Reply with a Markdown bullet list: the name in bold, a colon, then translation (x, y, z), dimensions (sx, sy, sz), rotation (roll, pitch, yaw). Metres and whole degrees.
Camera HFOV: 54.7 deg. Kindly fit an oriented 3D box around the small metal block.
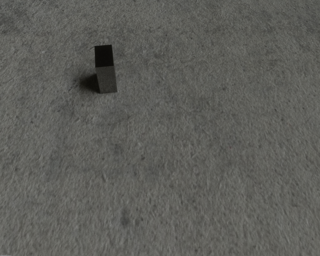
- **small metal block**: translation (-0.080, -0.087, 0.459), dimensions (0.025, 0.050, 0.050), rotation (-7, 51, -6)
